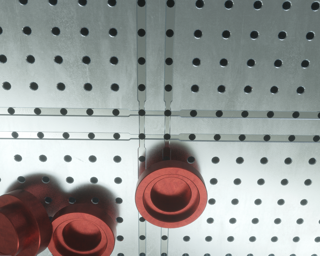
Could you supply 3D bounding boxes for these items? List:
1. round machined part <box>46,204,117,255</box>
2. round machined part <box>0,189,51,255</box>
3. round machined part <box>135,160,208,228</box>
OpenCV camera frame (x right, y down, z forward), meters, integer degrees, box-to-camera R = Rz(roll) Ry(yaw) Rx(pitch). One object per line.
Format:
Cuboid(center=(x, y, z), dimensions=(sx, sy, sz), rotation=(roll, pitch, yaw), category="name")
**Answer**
Cuboid(center=(-0.113, 0.153, 0.459), dimensions=(0.099, 0.042, 0.097), rotation=(0, 110, -1), category="round machined part")
Cuboid(center=(-0.203, 0.139, 0.431), dimensions=(0.098, 0.042, 0.097), rotation=(5, 102, 26), category="round machined part")
Cuboid(center=(0.015, 0.089, 0.437), dimensions=(0.099, 0.042, 0.097), rotation=(0, 110, -1), category="round machined part")
